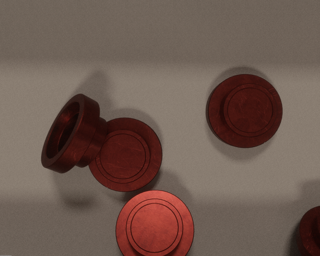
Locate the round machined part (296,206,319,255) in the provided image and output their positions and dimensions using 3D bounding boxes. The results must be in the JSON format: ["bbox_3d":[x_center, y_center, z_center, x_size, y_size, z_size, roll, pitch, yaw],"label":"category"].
[{"bbox_3d":[0.223,0.134,0.377,0.099,0.098,0.042,-5,131,-1],"label":"round machined part"}]

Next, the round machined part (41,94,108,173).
[{"bbox_3d":[-0.102,0.010,0.382,0.042,0.098,0.098,30,90,-32],"label":"round machined part"}]

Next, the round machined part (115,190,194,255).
[{"bbox_3d":[-0.006,0.125,0.386,0.099,0.042,0.098,0,67,0],"label":"round machined part"}]

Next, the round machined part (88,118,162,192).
[{"bbox_3d":[-0.046,0.035,0.402,0.099,0.042,0.097,0,90,-1],"label":"round machined part"}]

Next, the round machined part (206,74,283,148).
[{"bbox_3d":[0.112,-0.022,0.404,0.099,0.042,0.097,0,90,-1],"label":"round machined part"}]
